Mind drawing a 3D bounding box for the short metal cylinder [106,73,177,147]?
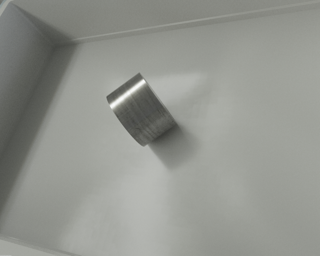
[{"bbox_3d":[-0.022,-0.023,0.392,0.050,0.080,0.080,-36,51,4],"label":"short metal cylinder"}]
